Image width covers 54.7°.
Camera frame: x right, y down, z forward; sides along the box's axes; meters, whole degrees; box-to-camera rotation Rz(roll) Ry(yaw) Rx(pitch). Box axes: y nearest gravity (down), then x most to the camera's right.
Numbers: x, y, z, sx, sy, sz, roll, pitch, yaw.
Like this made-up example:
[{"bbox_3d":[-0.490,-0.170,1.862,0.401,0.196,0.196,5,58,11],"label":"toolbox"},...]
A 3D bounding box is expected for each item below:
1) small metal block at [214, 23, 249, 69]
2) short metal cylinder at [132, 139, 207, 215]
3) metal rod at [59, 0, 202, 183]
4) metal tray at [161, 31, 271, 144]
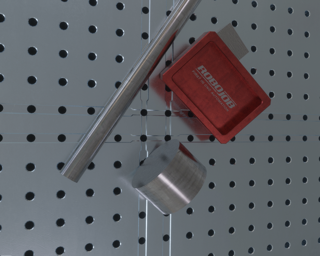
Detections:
[{"bbox_3d":[0.091,-0.114,0.446,0.050,0.025,0.050,-41,103,-15],"label":"small metal block"},{"bbox_3d":[0.011,0.060,0.388,0.050,0.080,0.080,46,76,-15],"label":"short metal cylinder"},{"bbox_3d":[-0.030,-0.064,0.401,0.025,0.025,0.300,36,78,-17],"label":"metal rod"},{"bbox_3d":[0.075,-0.053,0.422,0.090,0.030,0.130,-43,105,5],"label":"metal tray"}]
